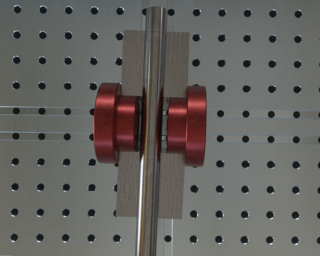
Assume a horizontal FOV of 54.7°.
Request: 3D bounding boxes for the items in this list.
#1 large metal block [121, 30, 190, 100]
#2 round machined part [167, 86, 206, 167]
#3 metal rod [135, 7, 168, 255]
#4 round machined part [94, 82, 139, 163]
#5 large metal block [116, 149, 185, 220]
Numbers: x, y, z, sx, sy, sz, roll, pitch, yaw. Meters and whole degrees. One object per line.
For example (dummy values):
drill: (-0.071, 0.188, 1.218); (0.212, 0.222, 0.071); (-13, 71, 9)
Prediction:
large metal block: (-0.006, -0.078, 0.400); (0.081, 0.050, 0.079); (2, 90, 0)
round machined part: (0.032, -0.002, 0.377); (0.042, 0.098, 0.097); (2, 90, 5)
metal rod: (-0.010, 0.011, 0.363); (0.025, 0.025, 0.298); (3, 90, 0)
round machined part: (-0.049, -0.006, 0.376); (0.042, 0.098, 0.097); (2, 90, 0)
large metal block: (-0.011, 0.069, 0.400); (0.081, 0.050, 0.080); (3, 90, 0)
